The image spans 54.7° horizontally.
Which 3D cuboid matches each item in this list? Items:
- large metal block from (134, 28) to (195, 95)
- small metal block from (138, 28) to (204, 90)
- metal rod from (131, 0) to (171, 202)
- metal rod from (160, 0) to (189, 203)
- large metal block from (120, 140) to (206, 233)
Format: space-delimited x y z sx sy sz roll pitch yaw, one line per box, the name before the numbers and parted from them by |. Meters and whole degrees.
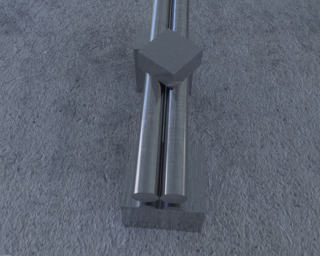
large metal block | 0.007 -0.095 0.449 0.080 0.080 0.050 3 50 2
small metal block | 0.012 -0.077 0.343 0.050 0.025 0.050 37 64 20
metal rod | -0.005 -0.062 0.362 0.025 0.025 0.300 3 57 2
metal rod | 0.021 -0.061 0.362 0.025 0.025 0.300 3 57 2
large metal block | 0.006 0.062 0.336 0.080 0.050 0.080 4 50 3
